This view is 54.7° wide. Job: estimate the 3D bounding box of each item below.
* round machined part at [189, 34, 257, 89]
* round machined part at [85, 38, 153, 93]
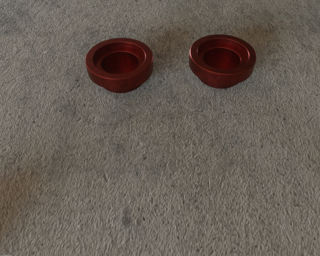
[{"bbox_3d":[0.093,-0.098,0.475,0.099,0.042,0.098,0,50,0],"label":"round machined part"},{"bbox_3d":[-0.059,-0.090,0.468,0.099,0.042,0.098,0,50,0],"label":"round machined part"}]
